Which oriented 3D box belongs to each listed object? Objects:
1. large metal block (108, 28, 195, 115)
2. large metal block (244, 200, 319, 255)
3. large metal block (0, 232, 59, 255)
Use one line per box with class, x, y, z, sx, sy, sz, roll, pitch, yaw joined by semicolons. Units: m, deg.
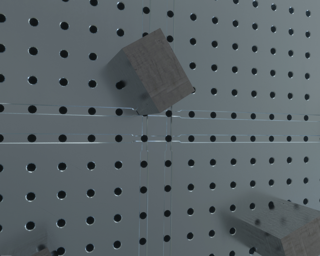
large metal block;-0.013;-0.063;0.378;0.050;0.080;0.080;-34;101;-17
large metal block;0.185;0.152;0.451;0.081;0.080;0.050;-21;97;-19
large metal block;-0.148;0.179;0.345;0.080;0.050;0.080;-24;98;-18
